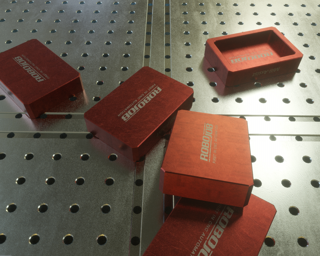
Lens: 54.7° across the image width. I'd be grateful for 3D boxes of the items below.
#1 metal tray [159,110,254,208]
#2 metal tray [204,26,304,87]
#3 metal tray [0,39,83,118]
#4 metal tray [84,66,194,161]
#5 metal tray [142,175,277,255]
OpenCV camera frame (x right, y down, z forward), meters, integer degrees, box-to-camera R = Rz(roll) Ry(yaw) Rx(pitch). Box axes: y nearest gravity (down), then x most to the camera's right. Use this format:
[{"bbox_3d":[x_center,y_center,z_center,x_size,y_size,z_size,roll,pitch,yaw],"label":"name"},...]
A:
[{"bbox_3d":[0.055,0.027,0.357,0.090,0.030,0.130,9,32,7],"label":"metal tray"},{"bbox_3d":[0.150,-0.119,0.506,0.131,0.030,0.090,-14,52,-12],"label":"metal tray"},{"bbox_3d":[-0.191,-0.080,0.469,0.091,0.030,0.130,-37,59,-27],"label":"metal tray"},{"bbox_3d":[-0.026,-0.026,0.426,0.090,0.030,0.131,30,56,23],"label":"metal tray"},{"bbox_3d":[0.049,0.114,0.310,0.090,0.030,0.131,27,55,20],"label":"metal tray"}]
